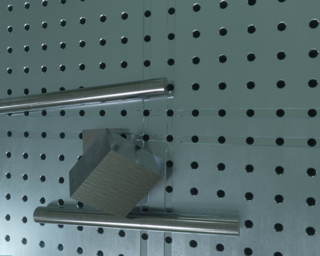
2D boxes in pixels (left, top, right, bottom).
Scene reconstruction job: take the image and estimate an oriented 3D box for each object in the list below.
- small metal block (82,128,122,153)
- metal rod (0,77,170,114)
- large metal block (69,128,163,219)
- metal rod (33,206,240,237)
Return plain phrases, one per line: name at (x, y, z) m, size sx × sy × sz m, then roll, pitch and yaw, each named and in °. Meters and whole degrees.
small metal block at (-0.081, 0.026, 0.441) m, size 0.050 × 0.025 × 0.050 m, roll -2°, pitch 89°, yaw 20°
metal rod at (-0.133, -0.044, 0.459) m, size 0.301 × 0.025 × 0.025 m, roll -4°, pitch 89°, yaw 19°
large metal block at (-0.058, 0.059, 0.397) m, size 0.080 × 0.080 × 0.050 m, roll -49°, pitch 32°, yaw 13°
metal rod at (-0.045, 0.127, 0.428) m, size 0.301 × 0.025 × 0.025 m, roll -3°, pitch 89°, yaw 19°
